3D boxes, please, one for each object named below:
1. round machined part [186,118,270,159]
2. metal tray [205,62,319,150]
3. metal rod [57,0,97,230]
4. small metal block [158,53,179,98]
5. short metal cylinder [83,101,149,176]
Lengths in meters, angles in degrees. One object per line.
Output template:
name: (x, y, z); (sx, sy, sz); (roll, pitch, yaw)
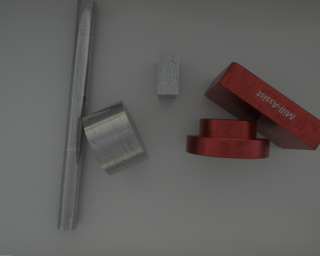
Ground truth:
round machined part: (0.082, 0.011, 0.376); (0.099, 0.098, 0.042); (3, 91, -1)
metal tray: (0.123, -0.022, 0.379); (0.130, 0.090, 0.030); (35, 87, -1)
metal rod: (-0.110, -0.017, 0.409); (0.025, 0.025, 0.298); (5, 90, -1)
small metal block: (0.010, -0.066, 0.399); (0.025, 0.050, 0.050); (1, 90, 0)
short metal cylinder: (-0.053, 0.012, 0.383); (0.050, 0.080, 0.080); (-25, 90, 0)
